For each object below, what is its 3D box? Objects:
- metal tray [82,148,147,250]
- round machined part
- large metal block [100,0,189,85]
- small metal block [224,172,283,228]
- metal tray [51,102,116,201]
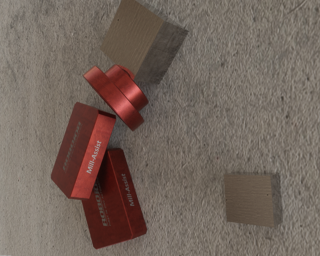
[{"bbox_3d":[-0.077,0.105,0.463,0.090,0.030,0.129,-30,72,35],"label":"metal tray"},{"bbox_3d":[-0.053,-0.045,0.410,0.042,0.098,0.098,-42,60,-5],"label":"round machined part"},{"bbox_3d":[-0.023,-0.115,0.405,0.080,0.050,0.080,45,117,30],"label":"large metal block"},{"bbox_3d":[0.097,0.073,0.324,0.050,0.025,0.050,-5,87,39],"label":"small metal block"},{"bbox_3d":[-0.118,0.031,0.466,0.090,0.030,0.129,20,91,52],"label":"metal tray"}]
